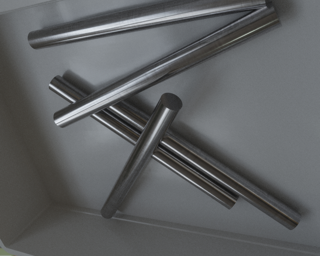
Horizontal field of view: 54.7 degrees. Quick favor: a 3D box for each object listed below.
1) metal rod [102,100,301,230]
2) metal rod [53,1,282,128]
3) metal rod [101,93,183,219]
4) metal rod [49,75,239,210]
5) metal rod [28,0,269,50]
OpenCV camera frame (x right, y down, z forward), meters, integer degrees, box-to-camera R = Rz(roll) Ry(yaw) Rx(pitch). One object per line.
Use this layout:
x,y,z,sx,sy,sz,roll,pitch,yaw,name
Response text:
0.045,0.036,0.405,0.301,0.025,0.025,33,129,5,metal rod
-0.015,-0.059,0.358,0.300,0.025,0.025,-21,108,29,metal rod
-0.040,0.060,0.438,0.025,0.025,0.298,35,137,4,metal rod
-0.026,0.017,0.430,0.301,0.025,0.025,33,129,5,metal rod
-0.036,-0.121,0.351,0.300,0.025,0.025,-1,118,28,metal rod
